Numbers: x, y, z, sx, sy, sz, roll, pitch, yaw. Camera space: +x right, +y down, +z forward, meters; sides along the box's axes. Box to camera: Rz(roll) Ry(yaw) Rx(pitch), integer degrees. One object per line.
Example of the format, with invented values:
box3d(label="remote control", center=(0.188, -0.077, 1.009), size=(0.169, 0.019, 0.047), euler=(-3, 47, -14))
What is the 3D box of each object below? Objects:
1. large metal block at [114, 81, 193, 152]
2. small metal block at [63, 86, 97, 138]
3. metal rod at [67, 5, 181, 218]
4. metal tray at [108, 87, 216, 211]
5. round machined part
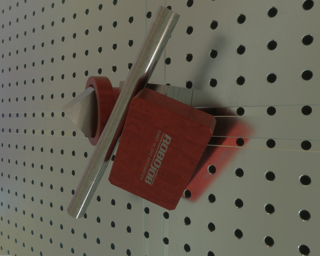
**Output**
box3d(label="large metal block", center=(-0.010, -0.016, 0.399), size=(0.080, 0.050, 0.079), euler=(12, 97, 39))
box3d(label="small metal block", center=(-0.099, -0.023, 0.436), size=(0.050, 0.050, 0.025), euler=(-39, 30, -5))
box3d(label="metal rod", center=(-0.054, -0.004, 0.387), size=(0.025, 0.025, 0.298), euler=(42, 115, 32))
box3d(label="metal tray", center=(-0.001, 0.028, 0.362), size=(0.090, 0.030, 0.129), euler=(24, 123, 5))
box3d(label="round machined part", center=(-0.077, -0.024, 0.442), size=(0.098, 0.042, 0.097), euler=(177, 90, -65))
